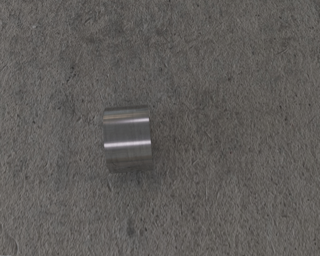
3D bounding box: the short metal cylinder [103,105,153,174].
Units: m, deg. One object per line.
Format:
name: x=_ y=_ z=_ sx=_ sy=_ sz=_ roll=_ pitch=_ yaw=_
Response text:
short metal cylinder: x=-0.036 y=0.013 z=0.374 sx=0.050 sy=0.080 sz=0.080 roll=-5 pitch=70 yaw=-2
